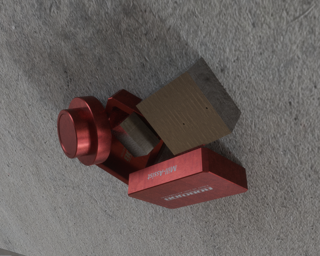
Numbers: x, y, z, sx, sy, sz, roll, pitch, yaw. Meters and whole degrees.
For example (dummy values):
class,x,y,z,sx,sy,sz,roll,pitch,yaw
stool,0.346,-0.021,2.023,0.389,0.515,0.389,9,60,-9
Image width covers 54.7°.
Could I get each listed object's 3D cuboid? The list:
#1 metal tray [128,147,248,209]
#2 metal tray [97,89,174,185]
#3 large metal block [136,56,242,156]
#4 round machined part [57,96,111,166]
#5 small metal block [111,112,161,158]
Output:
class,x,y,z,sx,sy,sz,roll,pitch,yaw
metal tray,0.033,0.070,0.401,0.130,0.030,0.090,-25,141,37
metal tray,-0.041,0.021,0.439,0.090,0.030,0.129,30,128,8
large metal block,0.034,-0.022,0.361,0.080,0.050,0.080,-30,102,38
round machined part,-0.111,0.006,0.432,0.098,0.042,0.097,17,112,49
small metal block,-0.034,0.010,0.403,0.050,0.025,0.050,48,157,-9
